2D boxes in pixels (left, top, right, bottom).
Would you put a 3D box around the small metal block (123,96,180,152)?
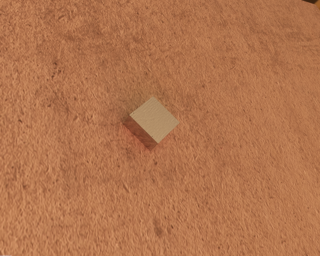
[{"bbox_3d":[-0.011,-0.006,0.405,0.050,0.025,0.050,45,51,3],"label":"small metal block"}]
